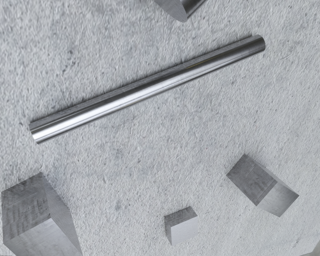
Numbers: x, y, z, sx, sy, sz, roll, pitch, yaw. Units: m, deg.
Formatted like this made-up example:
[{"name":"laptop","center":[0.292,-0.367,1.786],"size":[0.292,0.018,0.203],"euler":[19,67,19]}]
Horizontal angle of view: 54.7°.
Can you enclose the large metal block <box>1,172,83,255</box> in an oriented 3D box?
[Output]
[{"name":"large metal block","center":[-0.139,0.114,0.366],"size":[0.050,0.080,0.080],"euler":[-28,128,-11]}]

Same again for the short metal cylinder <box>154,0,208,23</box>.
[{"name":"short metal cylinder","center":[0.015,-0.147,0.289],"size":[0.050,0.080,0.080],"euler":[-44,129,2]}]

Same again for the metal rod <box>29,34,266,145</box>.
[{"name":"metal rod","center":[-0.003,-0.052,0.372],"size":[0.302,0.025,0.025],"euler":[-24,127,-14]}]

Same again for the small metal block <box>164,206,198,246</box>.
[{"name":"small metal block","center":[0.037,0.168,0.531],"size":[0.050,0.025,0.050],"euler":[-17,125,-19]}]

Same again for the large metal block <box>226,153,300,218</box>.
[{"name":"large metal block","center":[0.174,0.098,0.527],"size":[0.080,0.080,0.050],"euler":[30,102,-38]}]
